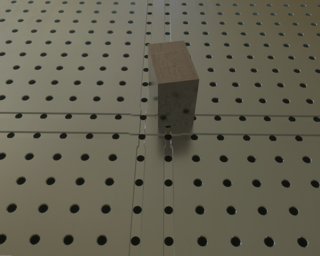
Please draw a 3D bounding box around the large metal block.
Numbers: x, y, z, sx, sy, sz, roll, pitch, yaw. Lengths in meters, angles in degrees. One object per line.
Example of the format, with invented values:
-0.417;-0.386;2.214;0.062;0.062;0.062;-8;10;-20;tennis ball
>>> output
0.015;-0.060;0.422;0.050;0.080;0.080;-8;51;-7;large metal block
